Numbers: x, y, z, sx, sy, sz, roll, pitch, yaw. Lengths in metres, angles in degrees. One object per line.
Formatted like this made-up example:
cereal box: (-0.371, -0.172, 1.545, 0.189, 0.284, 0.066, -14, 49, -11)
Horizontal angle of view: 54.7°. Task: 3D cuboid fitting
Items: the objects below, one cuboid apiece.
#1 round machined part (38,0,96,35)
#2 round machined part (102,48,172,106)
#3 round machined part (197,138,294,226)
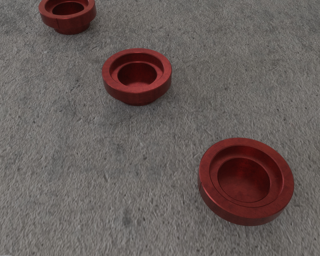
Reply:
round machined part: (-0.165, -0.206, 0.564, 0.099, 0.042, 0.098, 0, 50, 0)
round machined part: (-0.032, -0.070, 0.450, 0.099, 0.042, 0.098, 0, 50, 0)
round machined part: (0.090, 0.061, 0.341, 0.099, 0.042, 0.098, 0, 50, 0)
